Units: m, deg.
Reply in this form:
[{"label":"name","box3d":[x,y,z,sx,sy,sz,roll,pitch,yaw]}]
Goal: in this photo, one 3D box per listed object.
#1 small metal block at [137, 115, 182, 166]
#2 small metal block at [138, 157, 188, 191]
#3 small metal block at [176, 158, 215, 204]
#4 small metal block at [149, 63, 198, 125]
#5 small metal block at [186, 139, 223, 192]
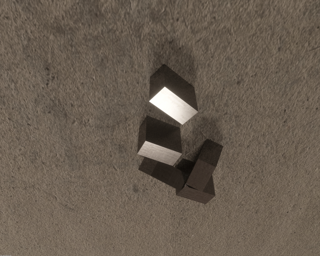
[{"label":"small metal block","box3d":[0.000,0.016,0.405,0.050,0.050,0.025,21,127,-17]},{"label":"small metal block","box3d":[0.004,0.063,0.441,0.050,0.050,0.025,31,80,-21]},{"label":"small metal block","box3d":[0.051,0.079,0.458,0.050,0.050,0.025,21,130,-19]},{"label":"small metal block","box3d":[0.015,-0.039,0.358,0.050,0.050,0.025,34,122,-26]},{"label":"small metal block","box3d":[0.062,0.051,0.431,0.025,0.050,0.050,25,126,7]}]
